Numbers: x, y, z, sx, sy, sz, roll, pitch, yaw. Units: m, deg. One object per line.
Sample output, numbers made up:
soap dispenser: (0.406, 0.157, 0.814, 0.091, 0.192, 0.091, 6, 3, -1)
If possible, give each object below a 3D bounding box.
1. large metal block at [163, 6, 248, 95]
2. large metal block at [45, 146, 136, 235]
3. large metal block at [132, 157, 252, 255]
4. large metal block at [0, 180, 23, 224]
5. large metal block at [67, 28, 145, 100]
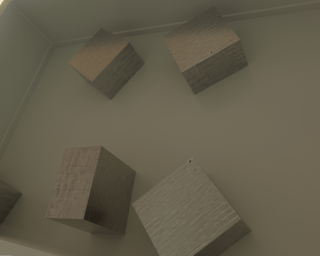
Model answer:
large metal block: (0.061, -0.105, 0.422, 0.080, 0.050, 0.080, -28, 52, 10)
large metal block: (-0.076, 0.075, 0.362, 0.050, 0.080, 0.080, -6, 59, 25)
large metal block: (0.031, 0.091, 0.317, 0.080, 0.050, 0.080, -38, 51, 2)
large metal block: (-0.260, 0.089, 0.435, 0.080, 0.080, 0.050, 25, 74, 16)
large metal block: (-0.087, -0.104, 0.497, 0.080, 0.050, 0.080, -49, 52, -6)
